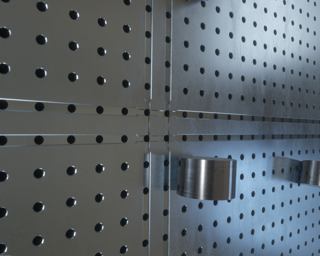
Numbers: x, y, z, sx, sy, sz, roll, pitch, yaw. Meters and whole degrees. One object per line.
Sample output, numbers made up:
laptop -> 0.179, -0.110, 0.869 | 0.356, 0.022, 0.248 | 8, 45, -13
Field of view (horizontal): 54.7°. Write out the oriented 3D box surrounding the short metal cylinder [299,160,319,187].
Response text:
short metal cylinder -> 0.344, 0.101, 0.662 | 0.081, 0.080, 0.050 | 18, 79, -39

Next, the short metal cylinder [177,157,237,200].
short metal cylinder -> 0.064, 0.067, 0.427 | 0.081, 0.080, 0.050 | 5, 87, -40
